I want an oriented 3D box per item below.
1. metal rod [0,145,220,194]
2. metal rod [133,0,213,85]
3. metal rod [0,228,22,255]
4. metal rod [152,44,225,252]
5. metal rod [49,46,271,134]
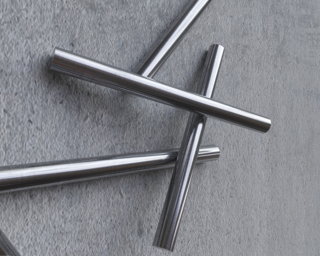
[{"bbox_3d":[-0.035,0.043,0.375,0.302,0.025,0.025,-2,92,-40],"label":"metal rod"},{"bbox_3d":[0.049,-0.169,0.444,0.025,0.025,0.301,49,61,-29],"label":"metal rod"},{"bbox_3d":[-0.147,0.113,0.281,0.025,0.025,0.299,-38,114,-33],"label":"metal rod"},{"bbox_3d":[0.045,0.008,0.414,0.025,0.025,0.300,37,59,-34],"label":"metal rod"},{"bbox_3d":[0.021,-0.037,0.382,0.302,0.025,0.025,14,81,-27],"label":"metal rod"}]
